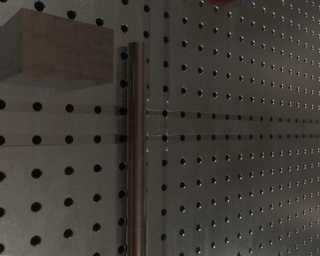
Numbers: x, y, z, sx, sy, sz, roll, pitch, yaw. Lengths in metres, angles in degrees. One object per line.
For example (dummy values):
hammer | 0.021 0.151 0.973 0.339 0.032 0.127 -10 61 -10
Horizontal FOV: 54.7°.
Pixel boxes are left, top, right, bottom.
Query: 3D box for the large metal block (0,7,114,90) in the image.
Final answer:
large metal block | -0.100 -0.067 0.291 0.081 0.080 0.050 0 90 -40

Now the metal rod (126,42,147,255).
metal rod | -0.029 0.045 0.386 0.025 0.025 0.298 0 90 -40

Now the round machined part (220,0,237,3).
round machined part | 0.118 -0.258 0.499 0.099 0.042 0.097 0 90 -40
